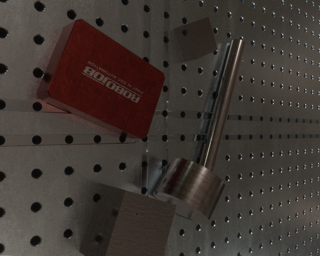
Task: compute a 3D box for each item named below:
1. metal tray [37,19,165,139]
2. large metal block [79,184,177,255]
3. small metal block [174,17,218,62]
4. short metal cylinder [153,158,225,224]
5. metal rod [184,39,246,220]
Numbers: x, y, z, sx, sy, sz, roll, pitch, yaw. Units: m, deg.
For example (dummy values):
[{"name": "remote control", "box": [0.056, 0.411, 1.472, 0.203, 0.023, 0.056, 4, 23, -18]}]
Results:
[{"name": "metal tray", "box": [-0.060, -0.050, 0.357, 0.131, 0.030, 0.090, 27, 73, -37]}, {"name": "large metal block", "box": [-0.035, 0.118, 0.365, 0.080, 0.050, 0.080, 27, 73, -37]}, {"name": "small metal block", "box": [0.054, -0.131, 0.456, 0.050, 0.025, 0.050, -31, 110, -36]}, {"name": "short metal cylinder", "box": [0.038, 0.083, 0.408, 0.080, 0.080, 0.050, 46, 63, -31]}, {"name": "metal rod", "box": [0.090, -0.004, 0.487, 0.025, 0.025, 0.299, 28, 73, -37]}]
